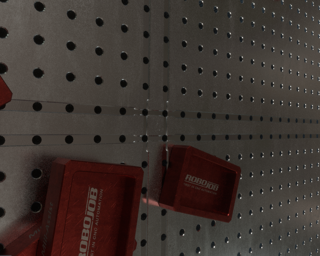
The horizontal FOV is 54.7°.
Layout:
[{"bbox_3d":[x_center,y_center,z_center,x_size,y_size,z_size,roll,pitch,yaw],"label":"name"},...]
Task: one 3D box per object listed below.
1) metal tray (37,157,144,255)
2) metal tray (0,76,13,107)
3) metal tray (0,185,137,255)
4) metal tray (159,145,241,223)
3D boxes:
[{"bbox_3d":[-0.068,0.099,0.310,0.091,0.030,0.129,13,82,-40],"label":"metal tray"},{"bbox_3d":[-0.200,-0.029,0.238,0.131,0.030,0.090,-41,115,-33],"label":"metal tray"},{"bbox_3d":[-0.095,0.134,0.328,0.131,0.030,0.090,-36,113,-34],"label":"metal tray"},{"bbox_3d":[0.065,0.086,0.462,0.131,0.030,0.090,24,75,-38],"label":"metal tray"}]
